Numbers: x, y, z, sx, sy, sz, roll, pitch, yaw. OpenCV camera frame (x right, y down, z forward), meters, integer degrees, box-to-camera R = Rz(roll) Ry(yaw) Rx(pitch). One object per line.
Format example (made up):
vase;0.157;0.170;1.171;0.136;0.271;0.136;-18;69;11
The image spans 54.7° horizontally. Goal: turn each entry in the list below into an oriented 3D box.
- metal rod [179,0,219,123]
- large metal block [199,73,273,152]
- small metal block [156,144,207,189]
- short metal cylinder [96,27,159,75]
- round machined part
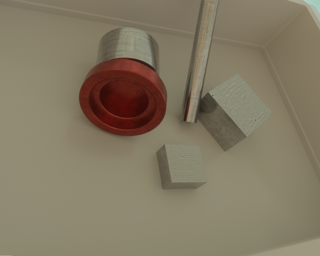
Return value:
metal rod;0.066;-0.156;0.433;0.025;0.025;0.298;9;92;-24
large metal block;0.108;-0.024;0.465;0.081;0.050;0.080;-33;81;-38
small metal block;0.027;0.049;0.392;0.050;0.025;0.050;4;60;-26
short metal cylinder;-0.041;-0.081;0.399;0.081;0.080;0.050;13;56;-22
round machined part;-0.041;-0.039;0.364;0.099;0.097;0.042;22;41;-15
